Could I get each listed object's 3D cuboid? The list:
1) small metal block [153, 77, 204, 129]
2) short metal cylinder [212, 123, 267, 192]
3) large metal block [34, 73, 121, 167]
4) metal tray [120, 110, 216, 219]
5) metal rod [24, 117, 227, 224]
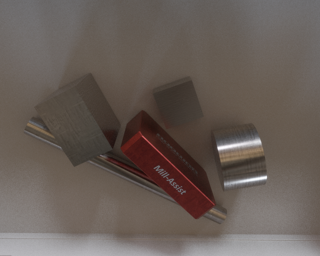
[{"bbox_3d":[0.023,-0.033,0.397,0.050,0.025,0.050,-19,109,6],"label":"small metal block"},{"bbox_3d":[0.098,0.037,0.395,0.050,0.080,0.079,-11,110,4],"label":"short metal cylinder"},{"bbox_3d":[-0.093,-0.013,0.374,0.050,0.080,0.080,-25,109,8],"label":"large metal block"},{"bbox_3d":[0.011,0.043,0.390,0.030,0.090,0.130,-42,105,13],"label":"metal tray"},{"bbox_3d":[-0.040,0.063,0.433,0.301,0.025,0.025,27,108,-10],"label":"metal rod"}]
